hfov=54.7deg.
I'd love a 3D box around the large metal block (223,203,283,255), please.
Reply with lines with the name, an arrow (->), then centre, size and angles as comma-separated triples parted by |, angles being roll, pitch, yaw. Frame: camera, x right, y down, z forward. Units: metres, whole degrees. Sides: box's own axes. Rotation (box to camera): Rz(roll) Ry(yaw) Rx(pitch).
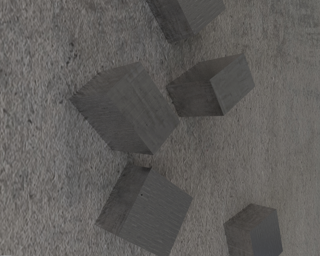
large metal block -> 0.158, 0.185, 0.521 | 0.081, 0.050, 0.080 | -20, 103, -38

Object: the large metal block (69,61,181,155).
large metal block -> -0.039, -0.019, 0.336 | 0.050, 0.080, 0.080 | -50, 120, -28

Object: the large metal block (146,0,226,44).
large metal block -> 0.033, -0.173, 0.415 | 0.080, 0.050, 0.080 | -46, 118, -30

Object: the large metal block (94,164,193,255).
large metal block -> -0.017, 0.100, 0.374 | 0.080, 0.050, 0.080 | 40, 66, -33

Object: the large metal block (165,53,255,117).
large metal block -> 0.069, -0.058, 0.427 | 0.080, 0.080, 0.050 | -39, 114, -33
